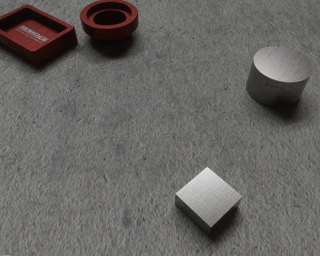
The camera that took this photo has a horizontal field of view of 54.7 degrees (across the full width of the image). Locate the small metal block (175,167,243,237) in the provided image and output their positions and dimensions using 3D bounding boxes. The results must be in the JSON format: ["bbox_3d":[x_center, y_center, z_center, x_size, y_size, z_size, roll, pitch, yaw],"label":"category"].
[{"bbox_3d":[0.052,0.079,0.337,0.050,0.025,0.050,-35,58,-26],"label":"small metal block"}]

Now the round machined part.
[{"bbox_3d":[-0.087,-0.183,0.545,0.099,0.042,0.098,0,50,0],"label":"round machined part"}]

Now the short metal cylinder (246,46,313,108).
[{"bbox_3d":[0.171,-0.075,0.451,0.081,0.050,0.080,0,50,0],"label":"short metal cylinder"}]

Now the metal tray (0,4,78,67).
[{"bbox_3d":[-0.220,-0.163,0.535,0.130,0.030,0.090,30,56,23],"label":"metal tray"}]
